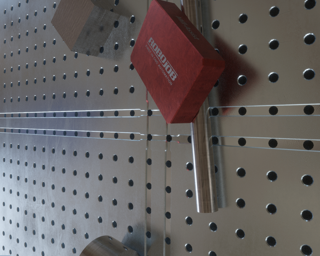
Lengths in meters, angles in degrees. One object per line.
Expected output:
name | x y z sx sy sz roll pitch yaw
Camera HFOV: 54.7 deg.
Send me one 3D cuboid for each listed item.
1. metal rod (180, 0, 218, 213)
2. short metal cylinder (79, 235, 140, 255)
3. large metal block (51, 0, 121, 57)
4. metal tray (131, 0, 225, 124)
metal rod | 0.045 -0.052 0.372 0.025 0.025 0.298 -7 86 40
short metal cylinder | -0.072 0.199 0.433 0.050 0.081 0.079 13 98 39
large metal block | -0.120 -0.174 0.492 0.080 0.050 0.080 -52 60 27
metal tray | 0.013 -0.079 0.367 0.130 0.030 0.089 61 138 35
